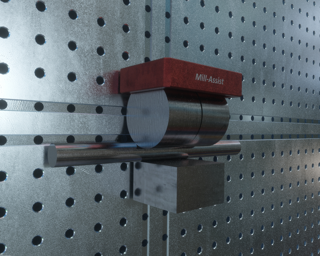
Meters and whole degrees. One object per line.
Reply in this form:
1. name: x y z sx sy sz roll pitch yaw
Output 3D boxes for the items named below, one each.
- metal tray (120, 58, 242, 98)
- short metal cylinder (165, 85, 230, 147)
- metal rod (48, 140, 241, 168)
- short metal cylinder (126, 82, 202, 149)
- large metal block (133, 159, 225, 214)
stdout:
1. metal tray: 0.028 -0.056 0.386 0.131 0.090 0.030 1 89 -40
2. short metal cylinder: 0.043 -0.015 0.406 0.050 0.080 0.080 2 89 -40
3. metal rod: 0.007 0.030 0.410 0.302 0.025 0.025 1 90 -40
4. short metal cylinder: 0.003 -0.016 0.373 0.050 0.080 0.079 1 90 -40
5. large metal block: 0.023 0.067 0.388 0.081 0.080 0.050 1 90 -40
